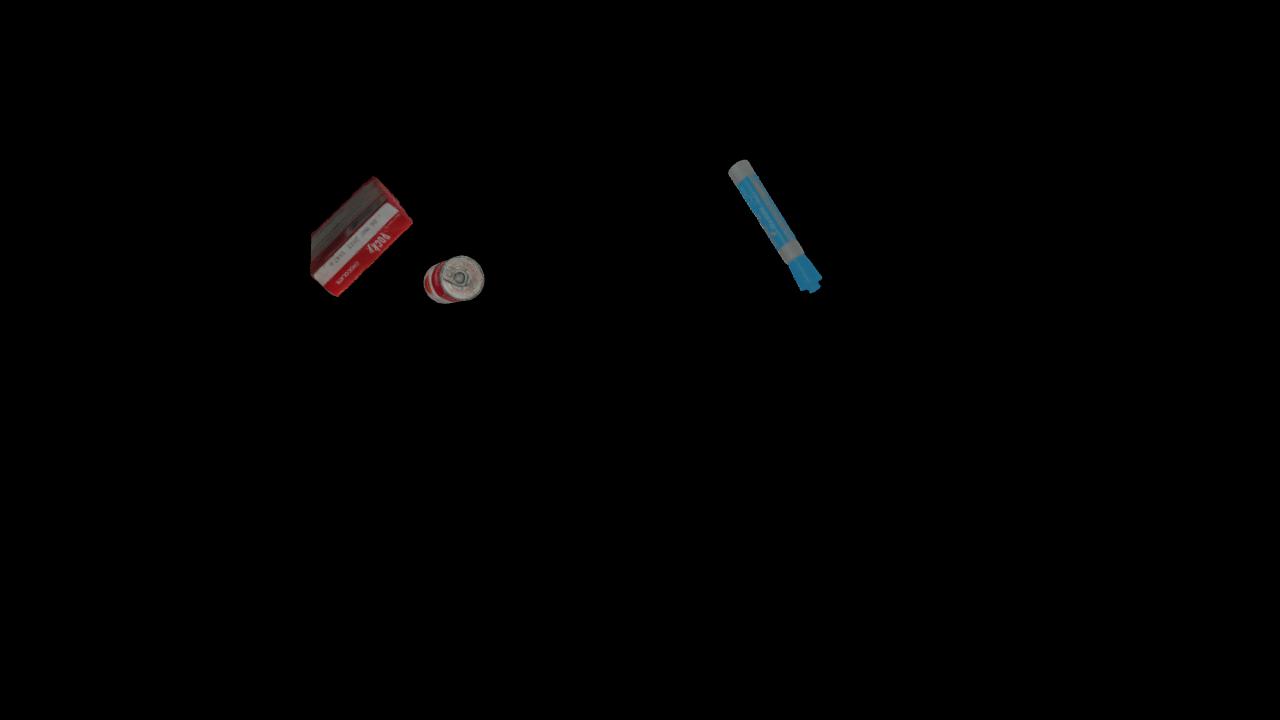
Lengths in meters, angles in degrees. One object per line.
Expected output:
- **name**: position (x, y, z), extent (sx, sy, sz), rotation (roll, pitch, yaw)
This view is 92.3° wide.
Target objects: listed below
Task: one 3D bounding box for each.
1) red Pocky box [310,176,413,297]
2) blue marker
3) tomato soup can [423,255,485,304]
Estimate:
- **red Pocky box**: position (-0.238, -0.110, 0.519), extent (0.028, 0.083, 0.155), rotation (46, -3, -34)
- **blue marker**: position (0.107, -0.105, 0.486), extent (0.020, 0.121, 0.020), rotation (-27, -13, -7)
- **tomato soup can**: position (-0.290, -0.122, 0.954), extent (0.068, 0.068, 0.101), rotation (0, 1, -33)
